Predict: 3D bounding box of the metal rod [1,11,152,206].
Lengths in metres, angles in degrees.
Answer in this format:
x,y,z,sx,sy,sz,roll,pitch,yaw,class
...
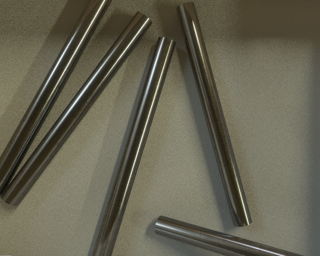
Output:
x,y,z,sx,sy,sz,roll,pitch,yaw,class
-0.109,-0.026,0.409,0.025,0.025,0.299,36,90,-1,metal rod

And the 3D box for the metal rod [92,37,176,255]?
x,y,z,sx,sy,sz,roll,pitch,yaw,class
-0.034,0.027,0.410,0.025,0.025,0.298,17,90,-1,metal rod

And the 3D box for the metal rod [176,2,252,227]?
x,y,z,sx,sy,sz,roll,pitch,yaw,class
0.072,-0.018,0.412,0.025,0.025,0.298,-15,90,0,metal rod

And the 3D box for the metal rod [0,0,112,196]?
x,y,z,sx,sy,sz,roll,pitch,yaw,class
-0.148,-0.045,0.409,0.025,0.025,0.299,29,90,-1,metal rod

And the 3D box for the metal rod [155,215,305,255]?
x,y,z,sx,sy,sz,roll,pitch,yaw,class
0.135,0.151,0.355,0.301,0.025,0.025,9,90,23,metal rod
